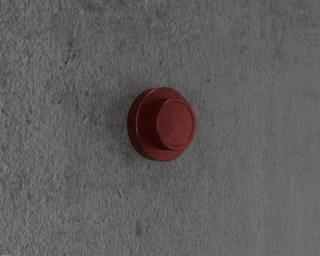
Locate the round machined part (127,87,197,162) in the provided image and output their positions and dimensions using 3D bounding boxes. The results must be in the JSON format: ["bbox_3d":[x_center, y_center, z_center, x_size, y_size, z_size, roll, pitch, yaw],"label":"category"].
[{"bbox_3d":[0.009,-0.005,0.404,0.099,0.042,0.097,0,90,-40],"label":"round machined part"}]
